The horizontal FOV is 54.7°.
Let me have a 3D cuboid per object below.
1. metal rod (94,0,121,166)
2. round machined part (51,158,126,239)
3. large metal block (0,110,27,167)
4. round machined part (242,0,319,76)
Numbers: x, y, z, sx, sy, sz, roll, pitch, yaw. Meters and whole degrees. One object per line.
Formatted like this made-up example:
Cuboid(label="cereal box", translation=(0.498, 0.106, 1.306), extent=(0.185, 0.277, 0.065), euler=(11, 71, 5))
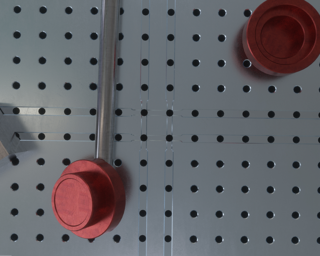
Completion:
Cuboid(label="metal rod", translation=(-0.071, -0.048, 0.412), extent=(0.025, 0.025, 0.298), euler=(3, 90, 0))
Cuboid(label="round machined part", translation=(-0.094, 0.088, 0.383), extent=(0.098, 0.042, 0.097), euler=(-1, 88, 30))
Cuboid(label="large metal block", translation=(-0.238, 0.020, 0.399), extent=(0.080, 0.050, 0.080), euler=(-33, 90, 0))
Cuboid(label="round machined part", translation=(0.157, -0.117, 0.406), extent=(0.099, 0.042, 0.097), euler=(0, 90, 0))
